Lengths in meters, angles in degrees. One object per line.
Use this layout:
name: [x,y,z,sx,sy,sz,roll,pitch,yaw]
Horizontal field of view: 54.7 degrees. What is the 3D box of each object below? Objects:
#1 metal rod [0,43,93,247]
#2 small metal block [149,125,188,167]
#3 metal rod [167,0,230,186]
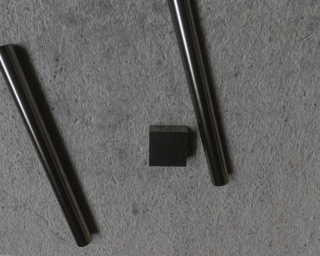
metal rod: [-0.152,0.037,0.421,0.025,0.025,0.298,-14,110,5]
small metal block: [0.011,0.024,0.419,0.050,0.025,0.050,1,110,-1]
metal rod: [0.046,-0.059,0.388,0.025,0.025,0.298,-14,110,5]
